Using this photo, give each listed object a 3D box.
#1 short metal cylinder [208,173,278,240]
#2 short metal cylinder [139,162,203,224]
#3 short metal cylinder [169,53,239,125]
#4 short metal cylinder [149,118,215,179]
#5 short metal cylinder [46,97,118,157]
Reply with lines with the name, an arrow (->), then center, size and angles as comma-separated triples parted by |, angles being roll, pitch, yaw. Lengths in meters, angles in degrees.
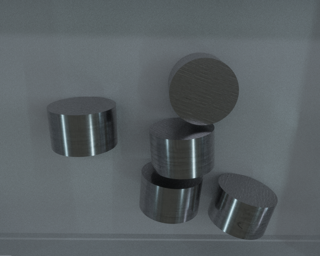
short metal cylinder -> 0.111, 0.104, 0.421 | 0.080, 0.080, 0.050 | 12, 110, -5
short metal cylinder -> 0.014, 0.081, 0.412 | 0.081, 0.080, 0.050 | 4, 110, -2
short metal cylinder -> 0.051, -0.049, 0.380 | 0.081, 0.050, 0.079 | 0, 110, 0
short metal cylinder -> 0.028, 0.023, 0.390 | 0.080, 0.080, 0.050 | -3, 110, 1
short metal cylinder -> -0.093, -0.004, 0.379 | 0.081, 0.080, 0.050 | 0, 110, 0
